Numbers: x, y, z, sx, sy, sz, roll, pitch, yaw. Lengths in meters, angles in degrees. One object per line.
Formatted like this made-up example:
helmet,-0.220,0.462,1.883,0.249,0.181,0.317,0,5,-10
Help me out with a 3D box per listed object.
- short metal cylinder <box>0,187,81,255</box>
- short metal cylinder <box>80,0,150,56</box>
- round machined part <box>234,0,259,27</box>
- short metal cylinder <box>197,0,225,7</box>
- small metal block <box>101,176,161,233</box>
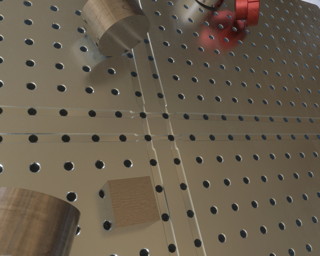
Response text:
short metal cylinder,-0.113,0.089,0.258,0.080,0.080,0.050,20,54,-17
short metal cylinder,-0.061,-0.145,0.428,0.081,0.080,0.050,-23,74,-36
round machined part,0.172,-0.253,0.620,0.042,0.098,0.098,-2,56,12
short metal cylinder,0.105,-0.290,0.622,0.081,0.050,0.080,12,55,-17
small metal block,-0.033,0.083,0.340,0.050,0.025,0.050,-1,62,-29
